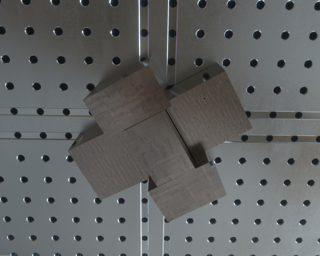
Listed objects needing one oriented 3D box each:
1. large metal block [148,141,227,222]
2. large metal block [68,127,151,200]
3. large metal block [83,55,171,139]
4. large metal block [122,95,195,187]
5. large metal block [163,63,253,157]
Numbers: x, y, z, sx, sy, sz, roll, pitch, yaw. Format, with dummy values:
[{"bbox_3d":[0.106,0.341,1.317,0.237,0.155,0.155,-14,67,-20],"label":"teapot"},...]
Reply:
[{"bbox_3d":[0.033,0.065,0.408,0.080,0.080,0.050,-27,108,9],"label":"large metal block"},{"bbox_3d":[-0.060,0.037,0.414,0.080,0.050,0.080,-25,108,9],"label":"large metal block"},{"bbox_3d":[-0.035,-0.040,0.368,0.080,0.080,0.050,-27,108,9],"label":"large metal block"},{"bbox_3d":[0.000,0.012,0.388,0.050,0.080,0.080,-27,108,10],"label":"large metal block"},{"bbox_3d":[0.057,-0.023,0.391,0.080,0.050,0.080,-27,110,9],"label":"large metal block"}]
